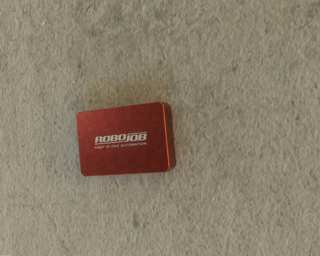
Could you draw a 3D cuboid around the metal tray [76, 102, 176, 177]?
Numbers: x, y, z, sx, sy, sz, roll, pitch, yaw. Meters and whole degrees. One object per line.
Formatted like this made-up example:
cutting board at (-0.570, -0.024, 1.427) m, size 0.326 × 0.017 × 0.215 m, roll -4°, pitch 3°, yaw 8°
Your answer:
metal tray at (-0.048, 0.017, 0.424) m, size 0.130 × 0.030 × 0.090 m, roll -6°, pitch 88°, yaw 20°
